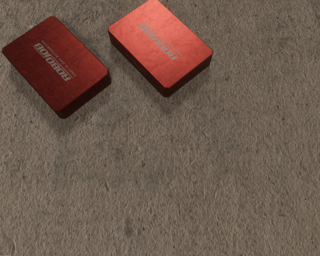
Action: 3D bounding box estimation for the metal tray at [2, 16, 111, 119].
[{"bbox_3d":[-0.144,-0.087,0.436,0.090,0.030,0.130,-41,75,-14],"label":"metal tray"}]

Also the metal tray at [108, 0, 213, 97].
[{"bbox_3d":[0.000,-0.118,0.449,0.090,0.030,0.130,-39,75,-13],"label":"metal tray"}]
